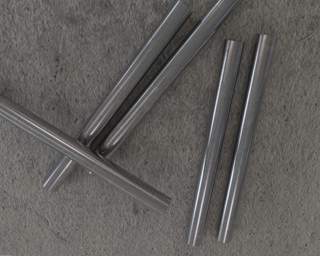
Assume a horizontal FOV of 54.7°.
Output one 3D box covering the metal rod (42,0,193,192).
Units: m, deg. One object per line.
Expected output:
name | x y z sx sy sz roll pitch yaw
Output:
metal rod | -0.063 -0.030 0.397 0.025 0.025 0.299 36 106 -12

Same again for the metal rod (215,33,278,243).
metal rod | 0.112 0.028 0.420 0.025 0.025 0.298 5 110 -2

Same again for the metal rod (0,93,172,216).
metal rod | -0.119 0.021 0.391 0.301 0.025 0.025 32 107 -2

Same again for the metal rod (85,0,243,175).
metal rod | -0.002 -0.053 0.389 0.025 0.025 0.299 37 106 -13

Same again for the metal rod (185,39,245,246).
metal rod | 0.070 0.034 0.422 0.025 0.025 0.298 7 110 -3
